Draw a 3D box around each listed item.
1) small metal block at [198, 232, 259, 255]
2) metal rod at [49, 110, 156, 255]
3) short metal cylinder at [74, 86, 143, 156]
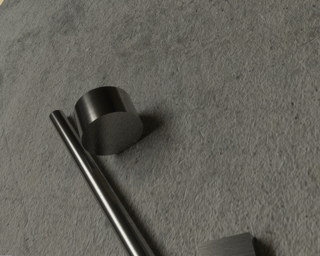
[{"bbox_3d":[0.068,0.130,0.289,0.050,0.025,0.050,-19,54,16],"label":"small metal block"},{"bbox_3d":[-0.087,0.066,0.408,0.025,0.025,0.300,-43,51,-1],"label":"metal rod"},{"bbox_3d":[-0.068,-0.008,0.410,0.080,0.080,0.050,-33,52,7],"label":"short metal cylinder"}]
